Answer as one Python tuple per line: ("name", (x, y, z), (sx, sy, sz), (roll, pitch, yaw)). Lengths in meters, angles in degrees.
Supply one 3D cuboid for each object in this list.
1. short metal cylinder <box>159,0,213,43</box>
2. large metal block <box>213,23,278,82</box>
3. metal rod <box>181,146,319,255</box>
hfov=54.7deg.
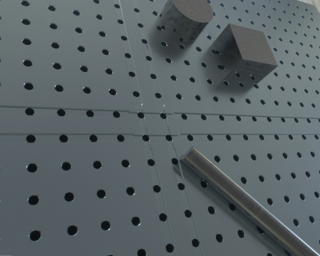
("short metal cylinder", (0.045, -0.195, 0.537), (0.081, 0.050, 0.080), (14, 56, -21))
("large metal block", (0.153, -0.134, 0.559), (0.081, 0.050, 0.080), (3, 60, -27))
("metal rod", (0.150, 0.131, 0.411), (0.300, 0.025, 0.025), (41, 51, -1))
